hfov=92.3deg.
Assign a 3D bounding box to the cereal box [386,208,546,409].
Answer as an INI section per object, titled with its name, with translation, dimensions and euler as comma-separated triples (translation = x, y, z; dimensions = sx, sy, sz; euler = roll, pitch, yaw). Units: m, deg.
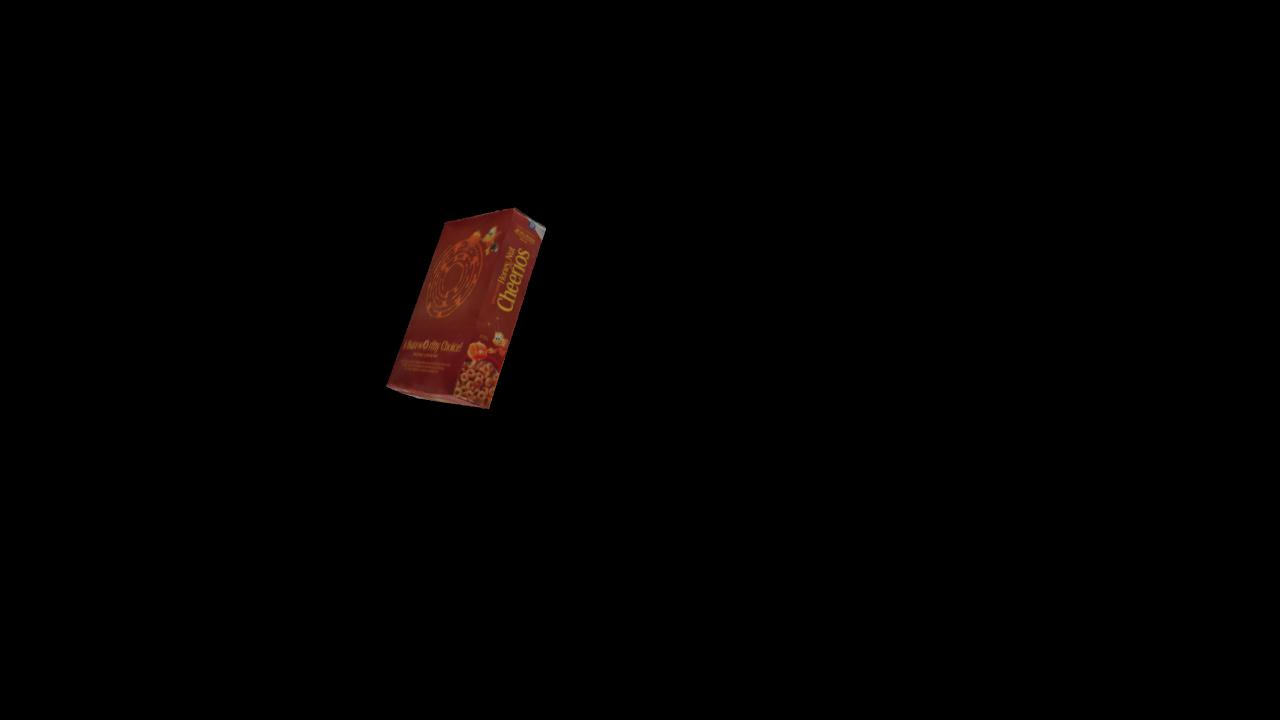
[cereal box]
translation = -0.277, -0.083, 0.980
dimensions = 0.203, 0.306, 0.081
euler = 2, -19, 42
